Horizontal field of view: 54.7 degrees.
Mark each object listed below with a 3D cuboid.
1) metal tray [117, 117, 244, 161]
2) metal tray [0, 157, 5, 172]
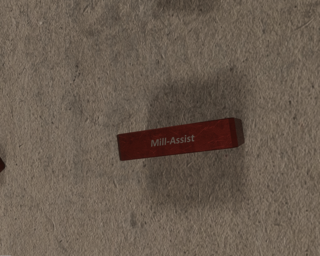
[{"bbox_3d":[0.028,0.013,0.364,0.130,0.090,0.030,-8,87,19],"label":"metal tray"},{"bbox_3d":[-0.329,0.043,0.519,0.090,0.030,0.130,-42,77,15],"label":"metal tray"}]
